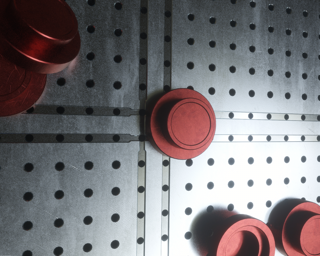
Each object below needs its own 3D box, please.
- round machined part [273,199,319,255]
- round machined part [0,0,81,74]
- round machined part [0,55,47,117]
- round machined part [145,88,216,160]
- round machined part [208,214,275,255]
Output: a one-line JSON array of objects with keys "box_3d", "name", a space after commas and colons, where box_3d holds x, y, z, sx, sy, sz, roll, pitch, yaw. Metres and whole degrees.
[{"box_3d": [0.233, 0.166, 0.492, 0.099, 0.042, 0.097, 0, 90, -21], "name": "round machined part"}, {"box_3d": [-0.128, -0.111, 0.331, 0.098, 0.042, 0.098, 26, 49, -34], "name": "round machined part"}, {"box_3d": [-0.176, -0.061, 0.339, 0.099, 0.042, 0.097, 0, 90, -21], "name": "round machined part"}, {"box_3d": [0.033, -0.005, 0.417, 0.099, 0.042, 0.097, 0, 90, -21], "name": "round machined part"}, {"box_3d": [0.113, 0.173, 0.447, 0.099, 0.042, 0.097, 0, 90, -21], "name": "round machined part"}]
